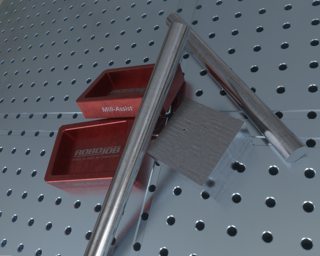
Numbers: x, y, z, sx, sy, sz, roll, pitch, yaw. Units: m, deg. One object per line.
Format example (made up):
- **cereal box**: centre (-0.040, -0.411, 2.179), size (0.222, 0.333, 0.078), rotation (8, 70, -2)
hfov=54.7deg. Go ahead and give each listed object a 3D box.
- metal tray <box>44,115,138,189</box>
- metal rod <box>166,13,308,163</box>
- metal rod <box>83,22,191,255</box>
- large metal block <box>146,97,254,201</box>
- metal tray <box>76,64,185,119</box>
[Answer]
- **metal tray**: centre (-0.090, 0.034, 0.429), size (0.130, 0.030, 0.090), rotation (-7, 58, 24)
- **metal rod**: centre (0.081, -0.074, 0.410), size (0.025, 0.025, 0.300), rotation (-35, 52, 5)
- **metal rod**: centre (-0.028, 0.024, 0.353), size (0.025, 0.025, 0.299), rotation (20, 89, 35)
- **large metal block**: centre (0.046, 0.022, 0.354), size (0.080, 0.050, 0.080), rotation (28, 77, 37)
- **metal tray**: centre (-0.041, -0.054, 0.437), size (0.130, 0.030, 0.090), rotation (-1, 39, 27)
